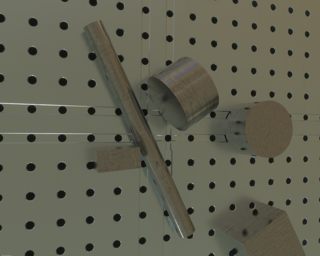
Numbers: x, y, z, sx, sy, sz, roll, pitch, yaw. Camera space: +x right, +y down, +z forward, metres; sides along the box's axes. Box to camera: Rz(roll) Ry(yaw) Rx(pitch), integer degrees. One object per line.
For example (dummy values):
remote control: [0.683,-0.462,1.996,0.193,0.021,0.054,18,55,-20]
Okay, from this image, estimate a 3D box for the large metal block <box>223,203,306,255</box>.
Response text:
large metal block: [0.154,0.171,0.456,0.080,0.050,0.080,-30,100,-18]

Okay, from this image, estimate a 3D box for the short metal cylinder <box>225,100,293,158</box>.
short metal cylinder: [0.143,0.001,0.452,0.081,0.050,0.080,0,90,-20]

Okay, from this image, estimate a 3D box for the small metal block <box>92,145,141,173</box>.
small metal block: [-0.055,0.036,0.379,0.050,0.050,0.025,-4,92,-20]

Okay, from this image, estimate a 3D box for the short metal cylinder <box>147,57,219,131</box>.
short metal cylinder: [0.028,-0.043,0.394,0.050,0.080,0.080,-35,102,-16]

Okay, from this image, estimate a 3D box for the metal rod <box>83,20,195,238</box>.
metal rod: [-0.023,0.008,0.403,0.025,0.025,0.299,-27,99,-18]
